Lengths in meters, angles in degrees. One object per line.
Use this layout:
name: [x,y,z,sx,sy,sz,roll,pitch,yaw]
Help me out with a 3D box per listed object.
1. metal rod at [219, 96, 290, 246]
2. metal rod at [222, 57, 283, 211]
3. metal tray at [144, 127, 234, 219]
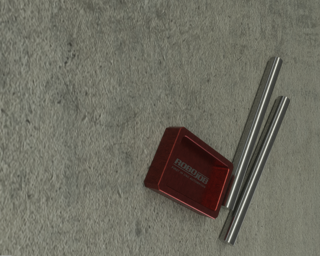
metal rod: [0.176,0.064,0.555,0.025,0.025,0.300,45,63,-31]
metal rod: [0.164,0.000,0.545,0.025,0.025,0.300,38,67,-34]
metal tray: [0.047,0.066,0.442,0.130,0.030,0.090,35,68,-35]
